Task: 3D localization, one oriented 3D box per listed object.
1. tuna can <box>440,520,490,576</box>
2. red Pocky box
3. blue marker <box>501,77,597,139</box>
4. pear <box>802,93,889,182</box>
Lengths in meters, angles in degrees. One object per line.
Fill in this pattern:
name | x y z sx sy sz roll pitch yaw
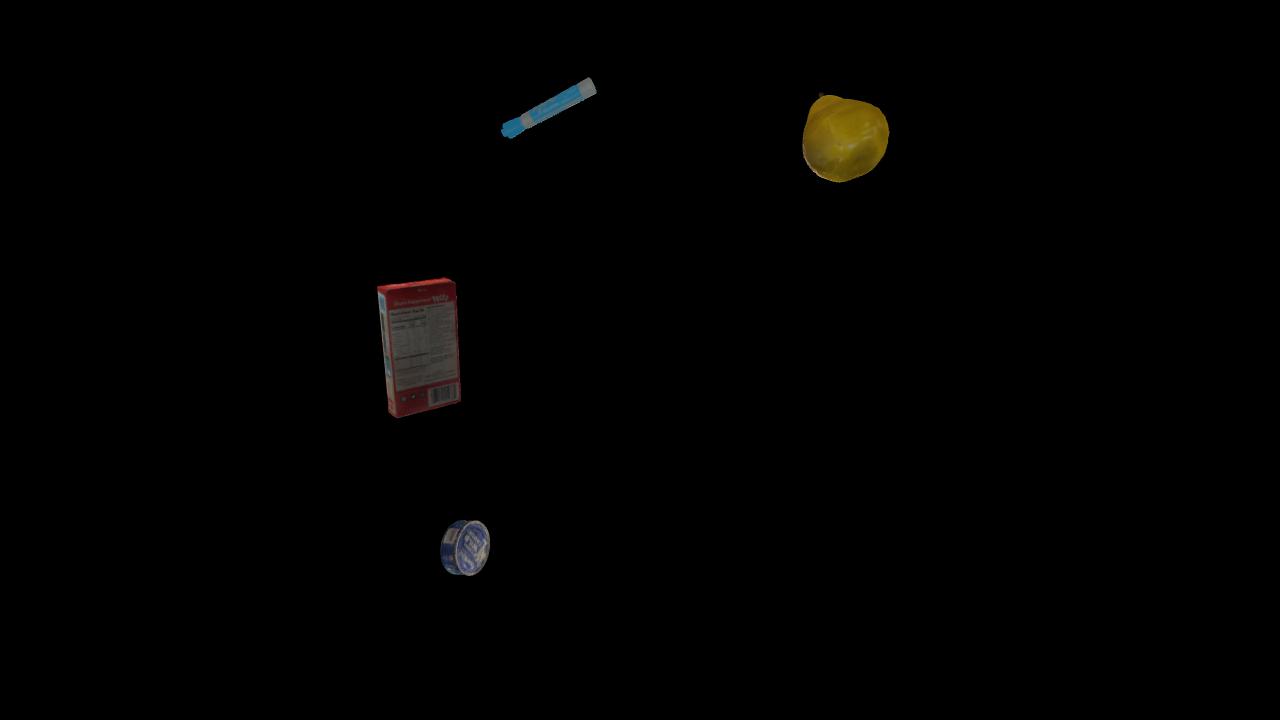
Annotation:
tuna can | -0.277 0.297 0.974 0.034 0.084 0.084 -5 -2 22
red Pocky box | -0.253 -0.015 0.713 0.083 0.155 0.028 -14 28 -39
blue marker | -0.107 -0.287 0.707 0.121 0.020 0.020 -22 -6 15
pear | 0.188 -0.229 0.601 0.080 0.111 0.080 -18 -31 -11
